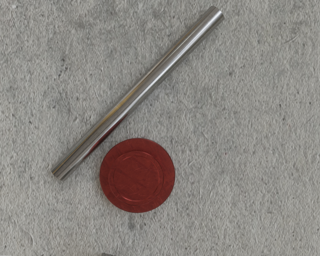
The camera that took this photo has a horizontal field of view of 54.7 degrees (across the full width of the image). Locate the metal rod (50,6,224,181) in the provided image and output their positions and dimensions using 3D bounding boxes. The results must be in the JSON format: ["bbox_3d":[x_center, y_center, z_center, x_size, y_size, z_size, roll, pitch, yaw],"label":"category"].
[{"bbox_3d":[-0.029,-0.046,0.409,0.025,0.025,0.300,45,89,-1],"label":"metal rod"}]

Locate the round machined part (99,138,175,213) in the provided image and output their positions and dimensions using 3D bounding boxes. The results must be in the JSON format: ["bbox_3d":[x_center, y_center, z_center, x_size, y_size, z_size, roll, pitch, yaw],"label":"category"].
[{"bbox_3d":[-0.029,0.062,0.401,0.099,0.042,0.097,0,90,-1],"label":"round machined part"}]

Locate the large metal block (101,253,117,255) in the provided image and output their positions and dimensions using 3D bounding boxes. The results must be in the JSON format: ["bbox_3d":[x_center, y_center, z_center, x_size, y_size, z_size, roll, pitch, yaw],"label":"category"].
[{"bbox_3d":[-0.063,0.215,0.382,0.050,0.080,0.080,14,90,0],"label":"large metal block"}]
